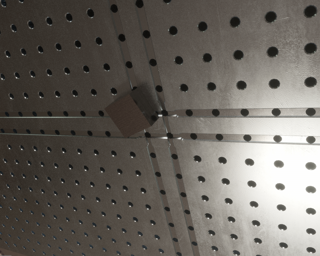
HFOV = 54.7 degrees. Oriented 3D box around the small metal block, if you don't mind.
[{"bbox_3d":[-0.038,-0.020,0.417,0.050,0.025,0.050,-25,106,36],"label":"small metal block"}]
